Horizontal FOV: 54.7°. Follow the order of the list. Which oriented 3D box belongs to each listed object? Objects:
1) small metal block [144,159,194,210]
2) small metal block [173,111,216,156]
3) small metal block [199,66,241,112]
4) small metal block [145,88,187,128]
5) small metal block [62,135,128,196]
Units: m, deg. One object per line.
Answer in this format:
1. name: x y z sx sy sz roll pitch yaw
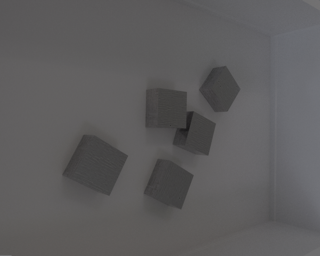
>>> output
1. small metal block: 0.013 0.076 0.417 0.050 0.025 0.050 35 68 -35
2. small metal block: 0.051 0.008 0.449 0.050 0.025 0.050 25 74 -37
3. small metal block: 0.095 -0.060 0.486 0.050 0.025 0.050 49 61 -29
4. small metal block: 0.009 -0.025 0.414 0.050 0.025 0.050 2 89 -40
5. small metal block: -0.071 0.041 0.347 0.050 0.025 0.050 37 68 -34
